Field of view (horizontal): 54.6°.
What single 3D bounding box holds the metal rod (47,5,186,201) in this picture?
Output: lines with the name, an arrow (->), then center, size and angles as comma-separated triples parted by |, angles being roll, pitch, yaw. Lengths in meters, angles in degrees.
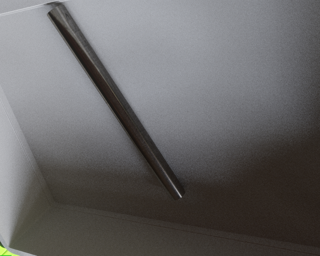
metal rod -> -0.052, -0.024, 0.421 | 0.025, 0.025, 0.299 | -23, 107, 36
